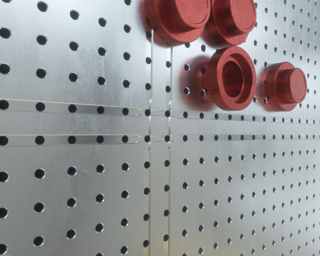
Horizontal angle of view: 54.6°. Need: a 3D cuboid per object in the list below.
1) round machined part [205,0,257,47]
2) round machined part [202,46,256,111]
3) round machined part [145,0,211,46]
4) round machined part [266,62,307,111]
[{"bbox_3d":[0.117,-0.181,0.494,0.099,0.042,0.097,0,90,-40],"label":"round machined part"},{"bbox_3d":[0.105,-0.075,0.484,0.099,0.042,0.097,0,90,-40],"label":"round machined part"},{"bbox_3d":[0.031,-0.165,0.422,0.099,0.042,0.097,0,90,-40],"label":"round machined part"},{"bbox_3d":[0.252,-0.081,0.607,0.099,0.042,0.097,0,90,-40],"label":"round machined part"}]
